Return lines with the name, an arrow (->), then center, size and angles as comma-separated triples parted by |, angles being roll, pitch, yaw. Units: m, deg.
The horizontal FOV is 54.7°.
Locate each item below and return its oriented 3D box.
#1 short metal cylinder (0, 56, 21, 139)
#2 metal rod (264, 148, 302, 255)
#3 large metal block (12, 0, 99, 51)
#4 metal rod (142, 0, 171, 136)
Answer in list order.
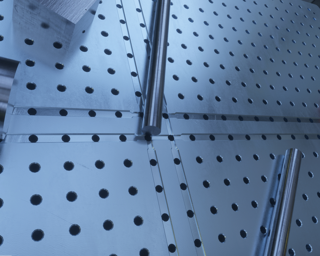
short metal cylinder -> -0.171, -0.033, 0.301 | 0.050, 0.080, 0.080 | 12, 57, -22
metal rod -> 0.154, 0.142, 0.404 | 0.025, 0.025, 0.301 | 35, 51, -5
large metal block -> -0.137, -0.165, 0.419 | 0.080, 0.050, 0.080 | 29, 52, -10
metal rod -> -0.002, -0.122, 0.481 | 0.025, 0.025, 0.300 | 17, 55, -19
